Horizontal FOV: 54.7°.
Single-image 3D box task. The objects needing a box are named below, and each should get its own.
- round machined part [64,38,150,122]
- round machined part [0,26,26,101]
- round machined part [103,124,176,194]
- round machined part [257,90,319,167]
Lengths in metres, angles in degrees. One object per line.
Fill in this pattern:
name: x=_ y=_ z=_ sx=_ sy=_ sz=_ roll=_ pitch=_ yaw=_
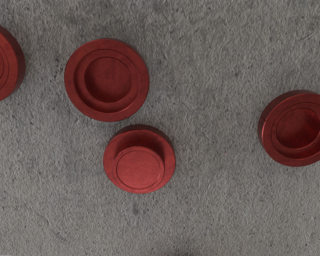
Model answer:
round machined part: x=-0.062 y=-0.060 z=0.378 sx=0.099 sy=0.042 sz=0.097 roll=0 pitch=110 yaw=0
round machined part: x=-0.210 y=-0.080 z=0.369 sx=0.099 sy=0.042 sz=0.097 roll=0 pitch=110 yaw=0
round machined part: x=-0.028 y=0.048 z=0.418 sx=0.099 sy=0.042 sz=0.097 roll=0 pitch=110 yaw=0
round machined part: x=0.175 y=-0.002 z=0.401 sx=0.099 sy=0.042 sz=0.097 roll=0 pitch=110 yaw=0
